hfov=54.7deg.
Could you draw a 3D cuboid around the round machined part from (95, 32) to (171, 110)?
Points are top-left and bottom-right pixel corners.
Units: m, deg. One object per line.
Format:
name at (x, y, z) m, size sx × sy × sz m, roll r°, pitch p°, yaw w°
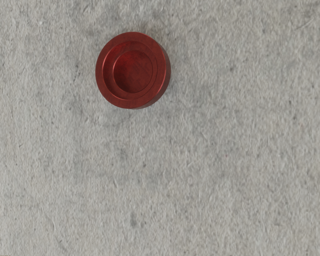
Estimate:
round machined part at (-0.032, -0.073, 0.410) m, size 0.098 × 0.042 × 0.097 m, roll 0°, pitch 90°, yaw 19°
